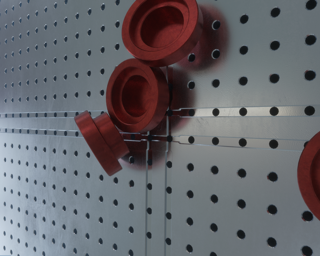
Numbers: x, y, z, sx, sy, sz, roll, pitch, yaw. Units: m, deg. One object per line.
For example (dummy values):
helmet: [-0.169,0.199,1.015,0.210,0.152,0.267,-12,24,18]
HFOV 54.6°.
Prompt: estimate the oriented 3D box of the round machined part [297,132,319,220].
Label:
round machined part: [0.171,0.040,0.257,0.098,0.042,0.097,0,90,40]

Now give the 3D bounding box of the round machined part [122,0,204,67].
round machined part: [0.006,-0.119,0.381,0.098,0.042,0.098,-6,73,22]

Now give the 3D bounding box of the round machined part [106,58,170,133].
round machined part: [-0.025,-0.042,0.420,0.098,0.042,0.097,1,91,40]

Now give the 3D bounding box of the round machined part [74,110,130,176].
round machined part: [-0.078,0.016,0.441,0.042,0.098,0.098,-31,64,-9]
